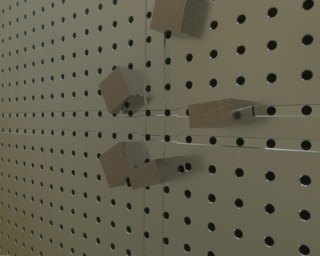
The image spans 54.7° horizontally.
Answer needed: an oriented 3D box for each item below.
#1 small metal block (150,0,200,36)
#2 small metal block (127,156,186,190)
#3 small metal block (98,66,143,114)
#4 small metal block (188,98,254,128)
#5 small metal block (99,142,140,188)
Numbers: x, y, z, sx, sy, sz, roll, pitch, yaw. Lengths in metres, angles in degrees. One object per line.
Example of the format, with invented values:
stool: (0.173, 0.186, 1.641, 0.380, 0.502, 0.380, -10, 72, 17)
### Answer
small metal block: (0.019, -0.147, 0.392, 0.050, 0.025, 0.050, 20, 102, 38)
small metal block: (-0.004, 0.057, 0.395, 0.050, 0.050, 0.025, -27, 74, 36)
small metal block: (-0.059, -0.055, 0.455, 0.050, 0.025, 0.050, -36, 68, 34)
small metal block: (0.067, -0.015, 0.337, 0.050, 0.050, 0.025, -7, 86, 39)
small metal block: (-0.058, 0.054, 0.455, 0.050, 0.025, 0.050, -36, 68, 34)
